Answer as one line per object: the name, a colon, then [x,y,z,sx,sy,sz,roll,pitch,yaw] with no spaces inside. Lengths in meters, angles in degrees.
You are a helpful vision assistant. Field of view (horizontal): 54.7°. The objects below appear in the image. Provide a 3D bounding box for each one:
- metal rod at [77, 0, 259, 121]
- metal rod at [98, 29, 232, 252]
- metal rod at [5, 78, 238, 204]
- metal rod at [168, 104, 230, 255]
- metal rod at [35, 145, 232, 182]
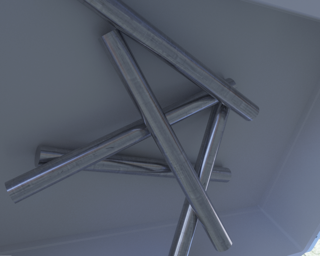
metal rod: [0.012,-0.083,0.342,0.301,0.025,0.025,29,102,-31]
metal rod: [0.015,0.028,0.364,0.025,0.025,0.299,-31,107,-8]
metal rod: [-0.029,0.005,0.375,0.302,0.025,0.025,-26,128,-20]
metal rod: [0.043,0.106,0.413,0.025,0.025,0.299,25,78,-37]
metal rod: [-0.015,0.055,0.434,0.302,0.025,0.025,11,113,-33]
